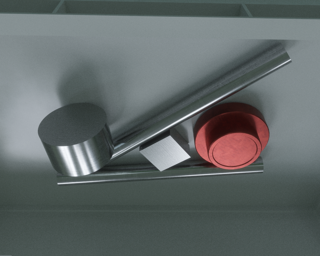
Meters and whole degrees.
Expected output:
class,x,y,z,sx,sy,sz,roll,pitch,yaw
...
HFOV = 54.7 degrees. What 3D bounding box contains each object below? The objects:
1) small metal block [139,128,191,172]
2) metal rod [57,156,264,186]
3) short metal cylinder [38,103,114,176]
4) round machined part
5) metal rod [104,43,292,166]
class,x,y,z,sx,sy,sz,roll,pitch,yaw
small metal block,0.007,0.028,0.430,0.050,0.025,0.050,-29,125,22
metal rod,-0.001,0.065,0.462,0.302,0.025,0.025,-4,130,3
short metal cylinder,-0.101,0.013,0.381,0.080,0.080,0.050,-4,130,3
round machined part,0.095,0.017,0.410,0.099,0.042,0.097,-1,130,0
metal rod,0.017,-0.015,0.395,0.300,0.025,0.025,-29,125,22
